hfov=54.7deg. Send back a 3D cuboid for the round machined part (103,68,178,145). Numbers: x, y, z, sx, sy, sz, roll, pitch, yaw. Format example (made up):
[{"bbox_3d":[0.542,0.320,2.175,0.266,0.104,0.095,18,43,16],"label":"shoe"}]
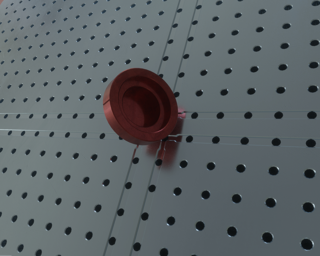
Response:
[{"bbox_3d":[-0.028,-0.025,0.401,0.042,0.099,0.098,-27,44,52],"label":"round machined part"}]
